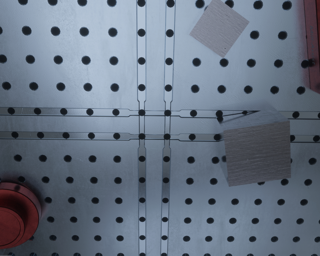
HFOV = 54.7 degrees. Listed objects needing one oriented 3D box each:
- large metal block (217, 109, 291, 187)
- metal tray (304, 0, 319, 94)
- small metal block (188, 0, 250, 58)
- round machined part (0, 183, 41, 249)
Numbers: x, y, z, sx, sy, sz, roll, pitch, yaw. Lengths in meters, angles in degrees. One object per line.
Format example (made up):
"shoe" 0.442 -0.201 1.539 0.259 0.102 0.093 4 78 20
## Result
"large metal block" 0.123 0.025 0.411 0.080 0.050 0.079 -9 110 3
"metal tray" 0.230 -0.110 0.373 0.090 0.030 0.129 -13 110 4
"small metal block" 0.069 -0.120 0.370 0.050 0.025 0.050 32 107 -12
"round machined part" -0.224 0.131 0.439 0.099 0.042 0.097 -4 107 -11
